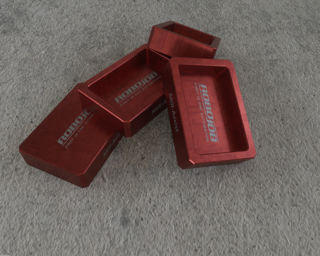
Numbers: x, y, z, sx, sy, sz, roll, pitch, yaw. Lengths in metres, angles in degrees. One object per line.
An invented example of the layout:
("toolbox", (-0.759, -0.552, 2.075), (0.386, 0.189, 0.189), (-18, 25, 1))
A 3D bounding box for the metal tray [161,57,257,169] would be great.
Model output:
("metal tray", (0.057, -0.020, 0.375), (0.091, 0.030, 0.129), (-3, 72, -24))

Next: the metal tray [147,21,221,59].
("metal tray", (0.041, -0.129, 0.466), (0.090, 0.030, 0.130), (21, 25, 4))

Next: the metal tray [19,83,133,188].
("metal tray", (-0.099, 0.003, 0.397), (0.090, 0.030, 0.130), (19, 52, 15))

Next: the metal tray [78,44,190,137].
("metal tray", (-0.028, -0.055, 0.408), (0.090, 0.030, 0.131), (34, 57, 25))

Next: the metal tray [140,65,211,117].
("metal tray", (0.033, -0.070, 0.460), (0.130, 0.030, 0.090), (21, 53, 16))
